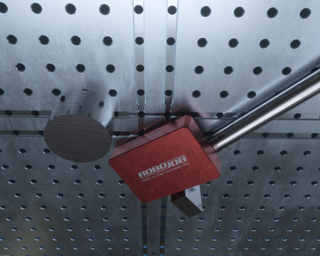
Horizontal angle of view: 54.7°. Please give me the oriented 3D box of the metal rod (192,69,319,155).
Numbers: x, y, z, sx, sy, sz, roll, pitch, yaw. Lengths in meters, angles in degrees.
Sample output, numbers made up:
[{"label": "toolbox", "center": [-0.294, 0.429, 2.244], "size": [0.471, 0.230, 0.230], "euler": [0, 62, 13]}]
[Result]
[{"label": "metal rod", "center": [0.143, -0.024, 0.393], "size": [0.299, 0.025, 0.025], "euler": [-35, 122, 25]}]

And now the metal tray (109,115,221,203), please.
[{"label": "metal tray", "center": [0.006, 0.047, 0.428], "size": [0.130, 0.030, 0.090], "euler": [-25, 113, 25]}]

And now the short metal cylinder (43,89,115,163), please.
[{"label": "short metal cylinder", "center": [-0.099, -0.002, 0.392], "size": [0.081, 0.050, 0.079], "euler": [0, 130, 0]}]

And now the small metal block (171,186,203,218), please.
[{"label": "small metal block", "center": [0.041, 0.103, 0.484], "size": [0.025, 0.050, 0.050], "euler": [-28, 125, 22]}]
